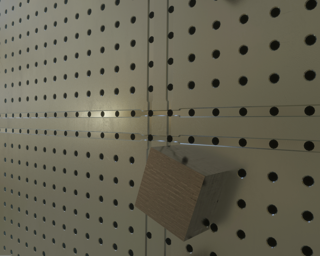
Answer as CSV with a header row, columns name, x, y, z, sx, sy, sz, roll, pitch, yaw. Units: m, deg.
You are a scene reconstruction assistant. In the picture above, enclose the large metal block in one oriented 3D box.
name,x,y,z,sx,sy,sz,roll,pitch,yaw
large metal block,0.024,0.074,0.374,0.080,0.050,0.080,25,106,37
